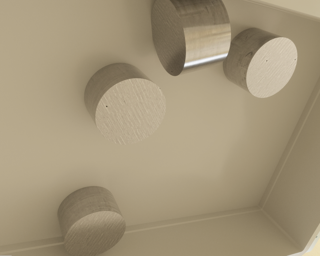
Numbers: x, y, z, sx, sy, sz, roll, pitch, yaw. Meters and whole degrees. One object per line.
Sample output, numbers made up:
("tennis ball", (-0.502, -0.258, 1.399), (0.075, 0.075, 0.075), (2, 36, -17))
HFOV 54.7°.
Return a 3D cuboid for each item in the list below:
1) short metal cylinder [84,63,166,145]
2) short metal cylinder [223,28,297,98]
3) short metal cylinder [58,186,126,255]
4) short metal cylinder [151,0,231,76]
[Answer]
("short metal cylinder", (-0.040, -0.028, 0.353), (0.081, 0.050, 0.079), (-14, 124, -21))
("short metal cylinder", (0.132, -0.087, 0.411), (0.081, 0.050, 0.079), (-14, 124, -21))
("short metal cylinder", (-0.093, 0.126, 0.420), (0.081, 0.050, 0.079), (-14, 124, -21))
("short metal cylinder", (0.030, -0.100, 0.328), (0.050, 0.080, 0.079), (-17, 126, -19))
